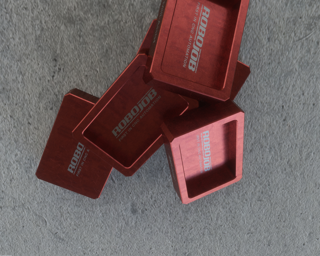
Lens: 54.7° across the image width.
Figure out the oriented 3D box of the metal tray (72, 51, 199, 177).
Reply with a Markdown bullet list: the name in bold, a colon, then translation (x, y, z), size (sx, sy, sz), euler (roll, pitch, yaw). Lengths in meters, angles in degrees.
- **metal tray**: translation (-0.029, -0.015, 0.371), size (0.090, 0.030, 0.130), euler (40, 105, -14)

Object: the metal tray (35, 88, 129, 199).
- **metal tray**: translation (-0.100, 0.023, 0.415), size (0.090, 0.030, 0.129), euler (23, 108, -9)

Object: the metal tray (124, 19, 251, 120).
- **metal tray**: translation (0.032, -0.066, 0.384), size (0.131, 0.030, 0.089), euler (25, 108, -10)

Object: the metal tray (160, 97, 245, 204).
- **metal tray**: translation (0.056, 0.033, 0.385), size (0.091, 0.030, 0.129), euler (-22, 134, -10)

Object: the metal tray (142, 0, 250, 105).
- **metal tray**: translation (0.041, -0.100, 0.336), size (0.091, 0.030, 0.129), euler (15, 82, -17)
